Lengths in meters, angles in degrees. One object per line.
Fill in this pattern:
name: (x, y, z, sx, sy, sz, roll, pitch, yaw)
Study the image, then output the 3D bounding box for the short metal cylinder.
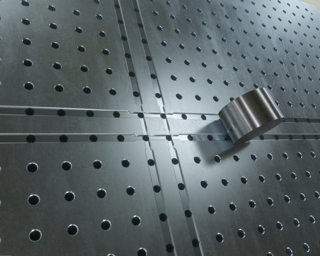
short metal cylinder: (0.134, -0.016, 0.457, 0.081, 0.080, 0.050, -13, 69, -34)
